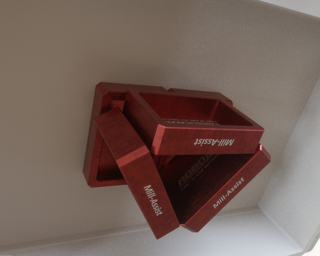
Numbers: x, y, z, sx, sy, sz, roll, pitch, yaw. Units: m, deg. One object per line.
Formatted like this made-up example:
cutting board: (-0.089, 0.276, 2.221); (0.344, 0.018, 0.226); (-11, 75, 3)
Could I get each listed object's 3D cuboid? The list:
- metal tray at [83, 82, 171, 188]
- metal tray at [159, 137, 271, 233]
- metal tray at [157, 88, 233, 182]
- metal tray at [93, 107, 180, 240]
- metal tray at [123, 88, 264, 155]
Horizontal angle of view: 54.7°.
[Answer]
metal tray: (-0.041, 0.011, 0.389); (0.091, 0.030, 0.129); (1, 117, -28)
metal tray: (0.060, 0.053, 0.390); (0.130, 0.090, 0.030); (-46, 129, 4)
metal tray: (0.040, 0.013, 0.433); (0.091, 0.030, 0.129); (1, 117, -29)
metal tray: (-0.025, 0.051, 0.343); (0.030, 0.090, 0.129); (-28, 128, -10)
metal tray: (0.035, -0.008, 0.339); (0.131, 0.090, 0.030); (2, 118, -29)
